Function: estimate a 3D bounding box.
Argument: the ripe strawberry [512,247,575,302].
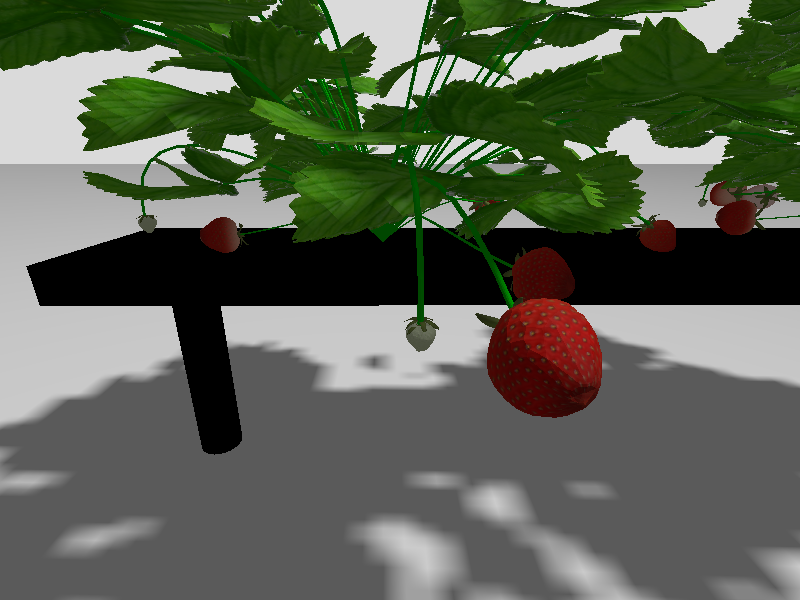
[{"bbox_3d":[0.073,-0.011,0.202,0.029,0.030,0.031,-11,24,-27],"label":"ripe strawberry"}]

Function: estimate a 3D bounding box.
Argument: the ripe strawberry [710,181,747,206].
[{"bbox_3d":[0.463,-0.152,0.568,0.042,0.036,0.042,2,20,6],"label":"ripe strawberry"}]

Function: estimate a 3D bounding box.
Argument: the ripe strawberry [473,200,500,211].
[{"bbox_3d":[0.108,-0.122,0.485,0.034,0.039,0.037,16,25,37],"label":"ripe strawberry"}]

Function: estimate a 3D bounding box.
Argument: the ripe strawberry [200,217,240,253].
[{"bbox_3d":[-0.141,-0.050,0.312,0.028,0.028,0.027,-7,21,-16],"label":"ripe strawberry"}]

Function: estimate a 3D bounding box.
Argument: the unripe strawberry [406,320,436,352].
[{"bbox_3d":[0.007,0.013,0.140,0.010,0.011,0.011,-2,20,-5],"label":"unripe strawberry"}]

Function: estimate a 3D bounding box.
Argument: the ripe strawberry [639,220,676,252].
[{"bbox_3d":[0.202,-0.049,0.311,0.027,0.023,0.027,42,22,-5],"label":"ripe strawberry"}]

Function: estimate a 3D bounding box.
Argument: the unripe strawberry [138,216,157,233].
[{"bbox_3d":[-0.246,-0.074,0.392,0.016,0.016,0.015,4,21,10],"label":"unripe strawberry"}]

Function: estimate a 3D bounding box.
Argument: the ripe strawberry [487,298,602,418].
[{"bbox_3d":[0.044,0.018,0.119,0.033,0.035,0.035,-5,29,-13],"label":"ripe strawberry"}]

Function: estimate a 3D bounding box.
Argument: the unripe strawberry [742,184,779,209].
[{"bbox_3d":[0.479,-0.138,0.536,0.038,0.032,0.038,4,14,12],"label":"unripe strawberry"}]

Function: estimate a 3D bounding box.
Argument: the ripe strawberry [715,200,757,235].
[{"bbox_3d":[0.314,-0.077,0.375,0.030,0.032,0.028,4,21,12],"label":"ripe strawberry"}]

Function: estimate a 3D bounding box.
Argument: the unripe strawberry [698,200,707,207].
[{"bbox_3d":[0.405,-0.129,0.537,0.009,0.010,0.010,-3,21,-8],"label":"unripe strawberry"}]
